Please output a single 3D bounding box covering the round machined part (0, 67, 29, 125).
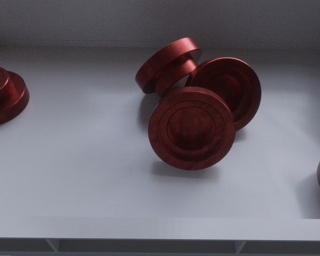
[{"bbox_3d":[-0.240,-0.050,0.433,0.099,0.042,0.098,0,50,0],"label":"round machined part"}]

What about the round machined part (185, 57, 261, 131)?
[{"bbox_3d":[0.078,-0.043,0.408,0.099,0.097,0.042,-9,15,-8],"label":"round machined part"}]

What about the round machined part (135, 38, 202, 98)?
[{"bbox_3d":[0.018,-0.076,0.428,0.099,0.098,0.042,-31,81,-24],"label":"round machined part"}]

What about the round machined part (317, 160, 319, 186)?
[{"bbox_3d":[0.226,0.059,0.341,0.099,0.042,0.098,-6,48,7],"label":"round machined part"}]

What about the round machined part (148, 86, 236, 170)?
[{"bbox_3d":[0.037,-0.002,0.369,0.099,0.097,0.042,4,22,2],"label":"round machined part"}]
